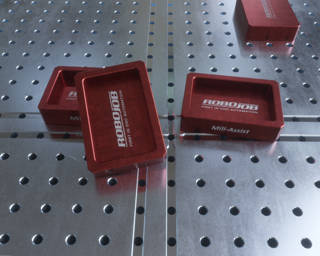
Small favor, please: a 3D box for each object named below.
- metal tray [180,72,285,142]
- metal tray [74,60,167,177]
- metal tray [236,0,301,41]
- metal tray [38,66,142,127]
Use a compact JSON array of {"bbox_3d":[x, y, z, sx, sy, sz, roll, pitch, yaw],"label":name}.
[{"bbox_3d":[0.098,-0.032,0.431,0.131,0.030,0.090,7,50,5],"label":"metal tray"},{"bbox_3d":[-0.049,-0.013,0.382,0.090,0.030,0.130,-12,71,-3],"label":"metal tray"},{"bbox_3d":[0.199,-0.215,0.587,0.090,0.030,0.130,1,50,0],"label":"metal tray"},{"bbox_3d":[-0.094,-0.047,0.443,0.131,0.030,0.090,3,50,2],"label":"metal tray"}]
